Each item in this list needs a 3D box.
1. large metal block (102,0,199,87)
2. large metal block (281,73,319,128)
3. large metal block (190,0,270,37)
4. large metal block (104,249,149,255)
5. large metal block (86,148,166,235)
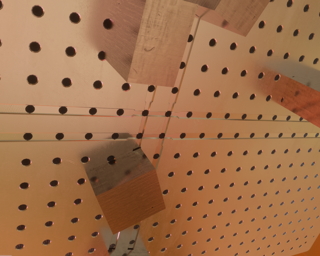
[{"bbox_3d":[-0.015,-0.095,0.310,0.050,0.080,0.079,2,118,-30],"label":"large metal block"},{"bbox_3d":[0.257,-0.047,0.490,0.081,0.080,0.050,-11,123,-23],"label":"large metal block"},{"bbox_3d":[0.073,-0.152,0.323,0.050,0.080,0.080,24,106,-37],"label":"large metal block"},{"bbox_3d":[-0.063,0.253,0.519,0.081,0.050,0.080,18,109,-36],"label":"large metal block"},{"bbox_3d":[-0.045,0.086,0.425,0.081,0.050,0.080,-23,127,-15],"label":"large metal block"}]
